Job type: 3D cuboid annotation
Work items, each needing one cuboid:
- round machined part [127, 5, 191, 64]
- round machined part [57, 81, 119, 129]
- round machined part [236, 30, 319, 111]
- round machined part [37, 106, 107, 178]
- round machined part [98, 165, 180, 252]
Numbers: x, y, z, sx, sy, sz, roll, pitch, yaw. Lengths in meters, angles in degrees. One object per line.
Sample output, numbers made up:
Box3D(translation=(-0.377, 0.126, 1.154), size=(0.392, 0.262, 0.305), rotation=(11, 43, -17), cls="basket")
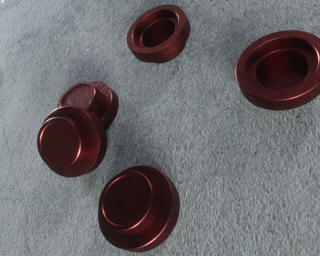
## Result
Box3D(translation=(0.001, -0.139, 0.478), size=(0.098, 0.042, 0.098), rotation=(-13, 56, 21), cls="round machined part")
Box3D(translation=(-0.116, -0.033, 0.474), size=(0.098, 0.042, 0.098), rotation=(-13, 56, 21), cls="round machined part")
Box3D(translation=(0.141, -0.061, 0.357), size=(0.098, 0.042, 0.098), rotation=(-13, 56, 21), cls="round machined part")
Box3D(translation=(-0.125, 0.019, 0.419), size=(0.098, 0.042, 0.097), rotation=(1, 92, 19), cls="round machined part")
Box3D(translation=(-0.030, 0.088, 0.355), size=(0.098, 0.042, 0.098), rotation=(-13, 56, 21), cls="round machined part")
